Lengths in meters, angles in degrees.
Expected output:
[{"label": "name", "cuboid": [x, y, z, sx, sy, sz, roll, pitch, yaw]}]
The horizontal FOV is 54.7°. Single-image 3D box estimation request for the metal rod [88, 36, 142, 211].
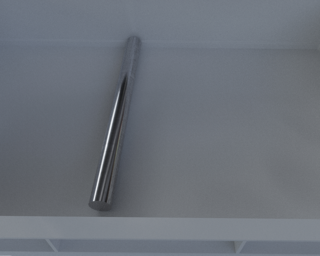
[{"label": "metal rod", "cuboid": [-0.054, -0.030, 0.429, 0.025, 0.025, 0.300, 3, 50, 2]}]
